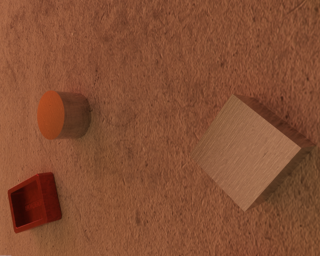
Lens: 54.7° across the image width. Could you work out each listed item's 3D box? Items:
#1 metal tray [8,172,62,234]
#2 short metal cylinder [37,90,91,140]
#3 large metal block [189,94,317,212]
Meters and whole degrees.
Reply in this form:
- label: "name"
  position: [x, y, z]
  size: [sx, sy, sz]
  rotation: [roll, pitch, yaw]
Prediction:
- label: "metal tray"
  position: [-0.246, 0.147, 0.600]
  size: [0.130, 0.030, 0.090]
  rotation: [-26, 74, 36]
- label: "short metal cylinder"
  position: [-0.161, -0.021, 0.518]
  size: [0.080, 0.050, 0.079]
  rotation: [0, 90, 39]
- label: "large metal block"
  position: [0.091, 0.023, 0.313]
  size: [0.080, 0.050, 0.080]
  rotation: [46, 117, 30]
